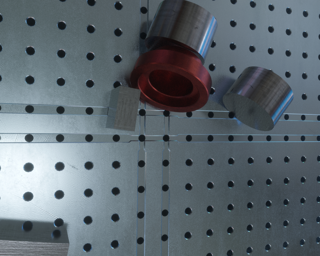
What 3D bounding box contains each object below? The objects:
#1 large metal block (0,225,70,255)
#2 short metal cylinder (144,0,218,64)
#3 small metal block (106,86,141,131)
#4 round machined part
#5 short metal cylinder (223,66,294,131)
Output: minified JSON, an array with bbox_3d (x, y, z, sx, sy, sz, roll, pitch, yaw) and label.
[{"bbox_3d":[-0.151,0.157,0.344,0.081,0.050,0.080,12,86,-20],"label":"large metal block"},{"bbox_3d":[0.027,-0.118,0.394,0.080,0.080,0.050,23,83,-19],"label":"short metal cylinder"},{"bbox_3d":[-0.046,-0.023,0.383,0.025,0.050,0.050,9,87,-20],"label":"small metal block"},{"bbox_3d":[0.016,-0.063,0.384,0.098,0.098,0.042,27,62,-19],"label":"round machined part"},{"bbox_3d":[0.137,-0.040,0.436,0.080,0.080,0.050,42,77,-16],"label":"short metal cylinder"}]
